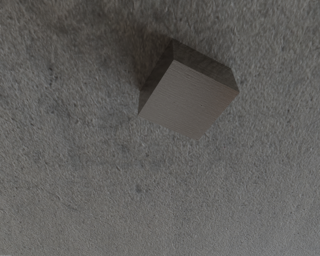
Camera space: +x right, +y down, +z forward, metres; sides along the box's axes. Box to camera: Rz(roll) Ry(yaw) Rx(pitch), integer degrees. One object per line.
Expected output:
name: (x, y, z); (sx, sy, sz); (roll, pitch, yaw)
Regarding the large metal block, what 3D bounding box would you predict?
large metal block: (0.029, -0.042, 0.355); (0.080, 0.050, 0.080); (23, 127, -18)
